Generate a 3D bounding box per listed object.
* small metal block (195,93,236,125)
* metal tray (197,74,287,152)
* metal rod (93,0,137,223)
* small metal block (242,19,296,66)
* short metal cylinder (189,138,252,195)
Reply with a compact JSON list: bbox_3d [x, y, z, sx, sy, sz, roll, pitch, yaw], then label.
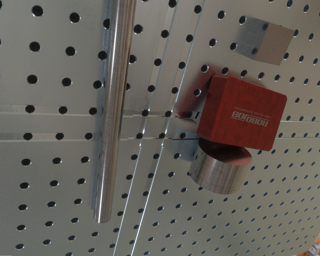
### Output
[{"bbox_3d":[0.087,-0.021,0.448,0.050,0.025,0.050,12,112,-34],"label":"small metal block"},{"bbox_3d":[0.122,-0.019,0.451,0.131,0.030,0.089,11,98,-33],"label":"metal tray"},{"bbox_3d":[-0.059,-0.002,0.378,0.025,0.025,0.298,-5,121,-27],"label":"metal rod"},{"bbox_3d":[0.148,-0.116,0.423,0.050,0.025,0.050,3,117,-30],"label":"small metal block"},{"bbox_3d":[0.089,0.053,0.459,0.081,0.080,0.050,0,119,-29],"label":"short metal cylinder"}]
